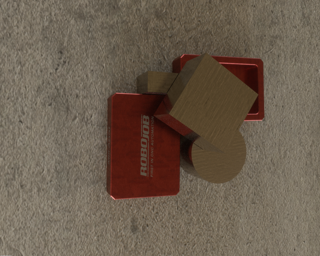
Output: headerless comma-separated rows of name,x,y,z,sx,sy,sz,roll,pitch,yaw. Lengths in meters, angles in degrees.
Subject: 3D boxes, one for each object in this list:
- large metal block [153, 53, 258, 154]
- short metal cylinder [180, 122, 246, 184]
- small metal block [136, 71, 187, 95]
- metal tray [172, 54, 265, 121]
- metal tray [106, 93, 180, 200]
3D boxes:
large metal block,0.053,-0.027,0.362,0.080,0.050,0.080,34,79,-17
short metal cylinder,0.069,0.032,0.422,0.081,0.050,0.080,0,90,-20
small metal block,0.001,-0.055,0.397,0.050,0.050,0.025,1,90,-20
metal tray,0.084,-0.054,0.439,0.131,0.030,0.089,-2,91,-20
metal tray,-0.021,0.022,0.401,0.091,0.030,0.129,1,90,-20
